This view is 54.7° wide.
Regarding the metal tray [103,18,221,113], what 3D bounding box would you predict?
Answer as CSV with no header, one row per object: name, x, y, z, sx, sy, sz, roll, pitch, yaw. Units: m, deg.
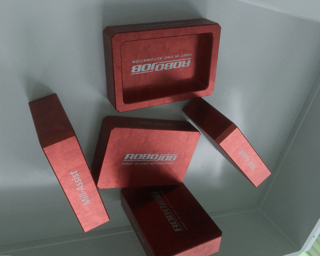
metal tray,0.004,-0.074,0.361,0.131,0.030,0.089,-13,124,-22

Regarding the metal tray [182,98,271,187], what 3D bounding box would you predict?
metal tray,0.093,0.019,0.428,0.030,0.090,0.130,-44,130,3

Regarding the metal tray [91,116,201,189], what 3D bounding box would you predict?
metal tray,-0.018,0.034,0.414,0.131,0.030,0.089,3,117,-30

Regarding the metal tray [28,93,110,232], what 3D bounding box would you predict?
metal tray,-0.097,0.038,0.335,0.030,0.090,0.129,-23,128,-16

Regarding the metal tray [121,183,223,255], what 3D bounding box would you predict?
metal tray,0.010,0.121,0.419,0.091,0.130,0.030,-12,124,-23
